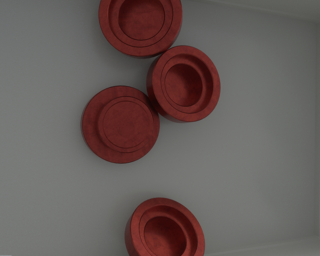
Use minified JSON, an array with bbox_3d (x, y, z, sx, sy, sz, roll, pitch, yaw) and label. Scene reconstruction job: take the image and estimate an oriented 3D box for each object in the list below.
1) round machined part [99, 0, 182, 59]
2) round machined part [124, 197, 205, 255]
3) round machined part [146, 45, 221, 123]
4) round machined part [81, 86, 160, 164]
[{"bbox_3d":[-0.022,-0.134,0.381,0.099,0.042,0.097,0,95,4],"label":"round machined part"},{"bbox_3d":[0.003,0.140,0.385,0.099,0.042,0.098,17,41,-16],"label":"round machined part"},{"bbox_3d":[0.027,-0.055,0.408,0.099,0.042,0.097,2,85,-25],"label":"round machined part"},{"bbox_3d":[-0.046,-0.004,0.384,0.099,0.042,0.097,0,90,-20],"label":"round machined part"}]
